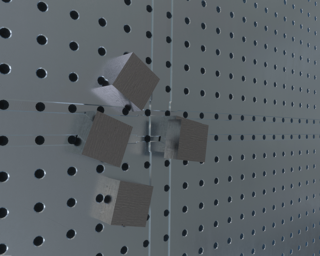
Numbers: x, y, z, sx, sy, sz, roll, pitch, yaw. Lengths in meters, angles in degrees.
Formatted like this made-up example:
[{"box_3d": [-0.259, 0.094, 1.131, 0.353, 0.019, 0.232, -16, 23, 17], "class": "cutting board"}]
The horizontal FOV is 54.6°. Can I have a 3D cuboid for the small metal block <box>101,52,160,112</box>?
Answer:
[{"box_3d": [-0.035, -0.055, 0.379, 0.050, 0.025, 0.050, 42, 65, -32], "class": "small metal block"}]

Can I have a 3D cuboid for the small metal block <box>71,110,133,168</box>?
[{"box_3d": [-0.065, 0.013, 0.354, 0.050, 0.025, 0.050, 26, 74, -37], "class": "small metal block"}]

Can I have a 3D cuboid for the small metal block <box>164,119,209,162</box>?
[{"box_3d": [0.035, 0.017, 0.405, 0.050, 0.025, 0.050, 11, 83, -39], "class": "small metal block"}]

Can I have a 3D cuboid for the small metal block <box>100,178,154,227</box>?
[{"box_3d": [-0.040, 0.090, 0.375, 0.050, 0.025, 0.050, 19, 78, -38], "class": "small metal block"}]

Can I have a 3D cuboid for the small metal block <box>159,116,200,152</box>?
[{"box_3d": [0.029, 0.013, 0.432, 0.050, 0.025, 0.050, 15, 81, -39], "class": "small metal block"}]
